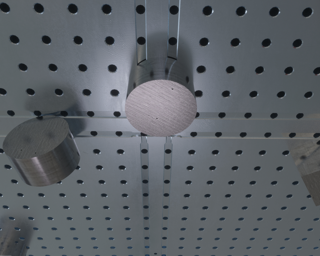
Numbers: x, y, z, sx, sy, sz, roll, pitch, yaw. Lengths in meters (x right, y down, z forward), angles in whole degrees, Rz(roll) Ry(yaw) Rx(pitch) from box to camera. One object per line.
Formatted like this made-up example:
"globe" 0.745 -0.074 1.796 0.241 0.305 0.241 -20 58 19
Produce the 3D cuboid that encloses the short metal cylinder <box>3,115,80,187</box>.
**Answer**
"short metal cylinder" -0.150 0.028 0.398 0.080 0.080 0.050 -5 130 4

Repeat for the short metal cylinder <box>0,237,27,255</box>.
"short metal cylinder" -0.312 0.260 0.613 0.081 0.050 0.079 0 130 0

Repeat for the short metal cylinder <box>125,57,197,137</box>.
"short metal cylinder" 0.001 -0.036 0.365 0.081 0.050 0.079 0 130 0

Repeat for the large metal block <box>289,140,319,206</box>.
"large metal block" 0.247 0.060 0.449 0.080 0.050 0.080 -25 126 20
